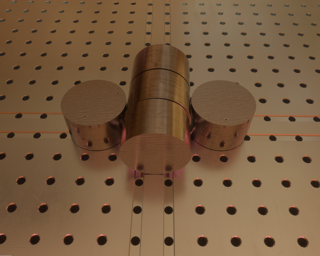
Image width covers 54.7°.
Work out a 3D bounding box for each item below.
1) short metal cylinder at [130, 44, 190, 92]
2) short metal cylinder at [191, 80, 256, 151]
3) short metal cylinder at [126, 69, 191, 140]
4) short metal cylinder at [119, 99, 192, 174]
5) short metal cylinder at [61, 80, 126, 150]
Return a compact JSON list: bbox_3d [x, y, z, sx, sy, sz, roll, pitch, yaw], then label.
[{"bbox_3d":[0.001,-0.067,0.427,0.081,0.080,0.050,2,50,1],"label":"short metal cylinder"},{"bbox_3d":[0.079,-0.017,0.406,0.081,0.050,0.080,0,50,0],"label":"short metal cylinder"},{"bbox_3d":[-0.001,-0.028,0.395,0.081,0.080,0.050,2,50,1],"label":"short metal cylinder"},{"bbox_3d":[-0.005,0.012,0.362,0.081,0.080,0.050,1,50,0],"label":"short metal cylinder"},{"bbox_3d":[-0.082,-0.018,0.404,0.081,0.050,0.080,0,50,0],"label":"short metal cylinder"}]
